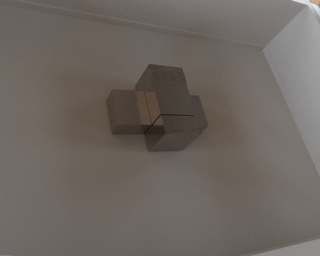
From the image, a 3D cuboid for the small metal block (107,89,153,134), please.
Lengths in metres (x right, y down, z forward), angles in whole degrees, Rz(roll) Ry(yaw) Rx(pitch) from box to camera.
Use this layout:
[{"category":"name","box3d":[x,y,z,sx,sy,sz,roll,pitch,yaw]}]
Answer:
[{"category":"small metal block","box3d":[-0.037,-0.020,0.395,0.050,0.025,0.050,1,61,-28]}]

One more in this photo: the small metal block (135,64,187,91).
[{"category":"small metal block","box3d":[0.000,-0.059,0.423,0.050,0.050,0.025,1,62,-28]}]

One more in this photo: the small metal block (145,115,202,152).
[{"category":"small metal block","box3d":[0.016,0.007,0.389,0.050,0.050,0.025,1,62,-28]}]

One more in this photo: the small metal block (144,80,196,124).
[{"category":"small metal block","box3d":[0.012,-0.032,0.396,0.050,0.025,0.050,1,61,-28]}]

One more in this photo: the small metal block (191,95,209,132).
[{"category":"small metal block","box3d":[0.034,-0.019,0.433,0.050,0.025,0.050,1,61,-28]}]
